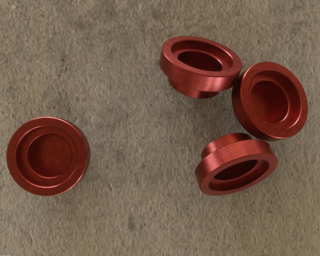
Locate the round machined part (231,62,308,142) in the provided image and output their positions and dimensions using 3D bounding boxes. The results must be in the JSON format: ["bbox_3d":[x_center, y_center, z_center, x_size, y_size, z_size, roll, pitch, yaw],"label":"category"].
[{"bbox_3d":[0.133,-0.030,0.392,0.099,0.042,0.098,5,75,-19],"label":"round machined part"}]

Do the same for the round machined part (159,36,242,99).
[{"bbox_3d":[0.047,-0.073,0.384,0.099,0.098,0.042,13,130,-1],"label":"round machined part"}]

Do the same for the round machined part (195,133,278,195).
[{"bbox_3d":[0.090,0.042,0.385,0.099,0.098,0.042,-17,55,0],"label":"round machined part"}]

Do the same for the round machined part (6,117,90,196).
[{"bbox_3d":[-0.139,0.035,0.400,0.099,0.042,0.097,0,90,-1],"label":"round machined part"}]
